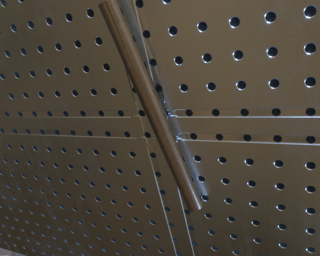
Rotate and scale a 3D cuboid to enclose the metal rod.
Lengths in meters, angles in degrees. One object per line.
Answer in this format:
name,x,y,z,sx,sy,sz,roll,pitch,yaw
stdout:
metal rod,-0.004,-0.015,0.402,0.025,0.025,0.299,-10,114,32
